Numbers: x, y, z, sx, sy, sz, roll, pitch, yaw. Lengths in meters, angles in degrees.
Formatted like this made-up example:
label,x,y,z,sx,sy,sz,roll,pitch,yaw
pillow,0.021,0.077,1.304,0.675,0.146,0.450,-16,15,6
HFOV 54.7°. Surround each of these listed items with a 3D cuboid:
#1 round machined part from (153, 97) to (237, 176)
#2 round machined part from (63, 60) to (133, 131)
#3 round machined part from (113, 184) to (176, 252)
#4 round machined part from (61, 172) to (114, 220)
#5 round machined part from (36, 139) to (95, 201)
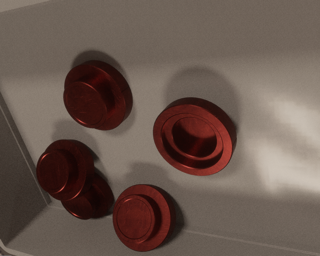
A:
label,x,y,z,sx,sy,sz,roll,pitch,yaw
round machined part,0.045,0.007,0.377,0.098,0.042,0.097,13,124,20
round machined part,-0.090,-0.038,0.420,0.098,0.042,0.097,13,124,20
round machined part,-0.029,0.133,0.461,0.098,0.042,0.098,-5,78,23
round machined part,-0.134,0.121,0.541,0.098,0.042,0.097,13,124,20
round machined part,-0.156,0.067,0.491,0.098,0.042,0.097,-1,87,27
